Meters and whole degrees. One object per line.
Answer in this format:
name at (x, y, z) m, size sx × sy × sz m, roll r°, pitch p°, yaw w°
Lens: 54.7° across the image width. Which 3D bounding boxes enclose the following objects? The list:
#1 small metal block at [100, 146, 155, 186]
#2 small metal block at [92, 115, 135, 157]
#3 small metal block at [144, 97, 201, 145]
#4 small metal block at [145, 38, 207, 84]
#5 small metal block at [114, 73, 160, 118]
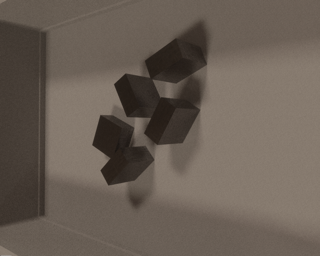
small metal block at (-0.044, 0.051, 0.425) m, size 0.050 × 0.050 × 0.025 m, roll -48°, pitch 62°, yaw 29°
small metal block at (-0.070, 0.013, 0.463) m, size 0.050 × 0.025 × 0.050 m, roll 28°, pitch 108°, yaw 36°
small metal block at (0.015, -0.008, 0.376) m, size 0.025 × 0.050 × 0.050 m, roll 40°, pitch 114°, yaw 32°
small metal block at (0.019, -0.079, 0.373) m, size 0.050 × 0.050 × 0.025 m, roll -28°, pitch 73°, yaw 36°
small metal block at (-0.027, -0.042, 0.410) m, size 0.025 × 0.050 × 0.050 m, roll -36°, pitch 68°, yaw 34°
